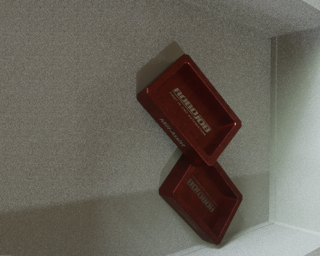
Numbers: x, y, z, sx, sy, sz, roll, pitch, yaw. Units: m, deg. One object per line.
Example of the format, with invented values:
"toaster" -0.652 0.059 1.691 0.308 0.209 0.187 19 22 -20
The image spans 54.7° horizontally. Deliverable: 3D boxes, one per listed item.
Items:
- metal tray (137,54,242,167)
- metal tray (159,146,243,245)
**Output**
"metal tray" 0.043 -0.023 0.416 0.130 0.030 0.090 49 60 -11
"metal tray" 0.065 0.099 0.457 0.130 0.030 0.090 51 60 -28
